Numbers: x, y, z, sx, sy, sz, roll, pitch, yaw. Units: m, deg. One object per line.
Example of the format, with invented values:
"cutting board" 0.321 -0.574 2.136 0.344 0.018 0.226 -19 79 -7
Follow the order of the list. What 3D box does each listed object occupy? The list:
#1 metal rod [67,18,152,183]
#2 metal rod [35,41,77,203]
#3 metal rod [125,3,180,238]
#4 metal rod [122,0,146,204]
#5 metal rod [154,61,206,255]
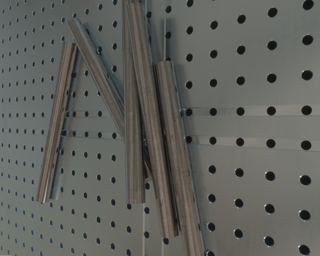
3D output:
"metal rod" -0.078 -0.055 0.471 0.025 0.025 0.299 -42 65 31
"metal rod" -0.189 -0.005 0.561 0.025 0.025 0.298 22 104 37
"metal rod" -0.010 -0.011 0.400 0.025 0.025 0.298 -10 88 39
"metal rod" -0.037 -0.052 0.418 0.025 0.025 0.298 -10 78 39
"metal rod" 0.028 0.063 0.384 0.025 0.025 0.298 -15 81 39
